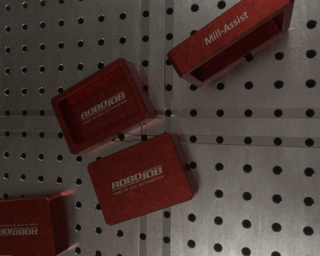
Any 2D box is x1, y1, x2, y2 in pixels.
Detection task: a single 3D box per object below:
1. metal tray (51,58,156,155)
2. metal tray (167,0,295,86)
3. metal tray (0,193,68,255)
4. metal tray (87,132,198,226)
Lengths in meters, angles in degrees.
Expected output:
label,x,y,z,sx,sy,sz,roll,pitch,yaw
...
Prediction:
label,x,y,z,sx,sy,sz,roll,pitch,yaw
metal tray,-0.082,-0.028,0.437,0.130,0.030,0.090,-26,82,17
metal tray,0.080,-0.099,0.349,0.130,0.090,0.030,-32,80,17
metal tray,-0.211,0.154,0.482,0.130,0.030,0.089,-9,87,19
metal tray,-0.025,0.069,0.418,0.130,0.030,0.090,-23,83,18
